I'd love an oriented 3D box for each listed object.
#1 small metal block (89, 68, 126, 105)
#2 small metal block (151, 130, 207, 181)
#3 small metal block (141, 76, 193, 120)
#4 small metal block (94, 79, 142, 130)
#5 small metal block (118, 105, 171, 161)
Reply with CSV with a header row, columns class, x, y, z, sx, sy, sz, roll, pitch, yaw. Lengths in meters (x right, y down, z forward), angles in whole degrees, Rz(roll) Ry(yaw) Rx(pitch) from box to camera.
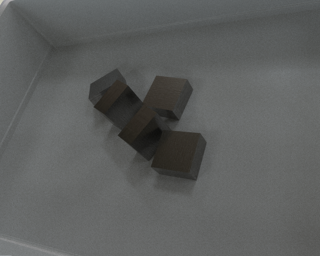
class,x,y,z,sx,sy,sz,roll,pitch,yaw
small metal block,-0.079,-0.059,0.472,0.050,0.025,0.050,-28,33,10
small metal block,0.023,0.032,0.373,0.050,0.025,0.050,5,64,30
small metal block,0.010,-0.042,0.425,0.050,0.025,0.050,13,68,33
small metal block,-0.056,-0.031,0.437,0.025,0.050,0.050,32,79,37
small metal block,-0.017,0.007,0.393,0.025,0.050,0.050,34,80,38
